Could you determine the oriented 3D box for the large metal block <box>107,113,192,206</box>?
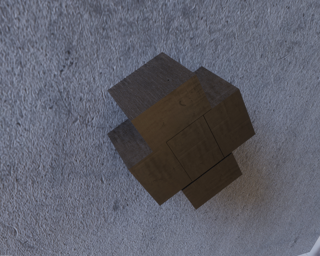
[{"bbox_3d":[-0.014,0.037,0.390,0.050,0.080,0.080,-37,130,-4],"label":"large metal block"}]

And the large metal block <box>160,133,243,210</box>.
[{"bbox_3d":[0.054,0.052,0.437,0.080,0.080,0.050,-36,130,-5],"label":"large metal block"}]

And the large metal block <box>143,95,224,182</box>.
[{"bbox_3d":[0.027,0.008,0.394,0.050,0.080,0.080,-37,130,-4],"label":"large metal block"}]

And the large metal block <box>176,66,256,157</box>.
[{"bbox_3d":[0.068,-0.022,0.399,0.050,0.080,0.080,-37,130,-4],"label":"large metal block"}]

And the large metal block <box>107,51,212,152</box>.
[{"bbox_3d":[-0.003,-0.033,0.353,0.080,0.080,0.050,-36,130,-5],"label":"large metal block"}]
